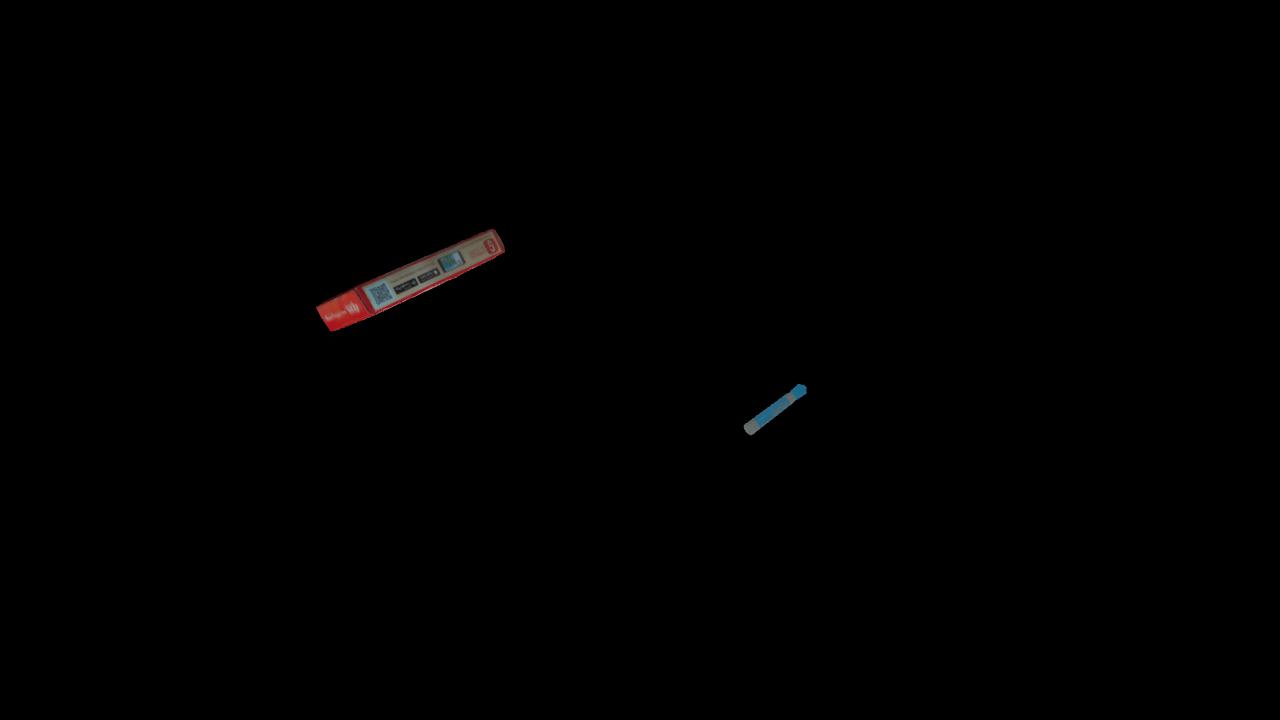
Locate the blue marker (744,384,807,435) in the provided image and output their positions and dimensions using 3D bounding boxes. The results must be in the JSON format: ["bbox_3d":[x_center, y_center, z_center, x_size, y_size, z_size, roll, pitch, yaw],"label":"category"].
[{"bbox_3d":[0.203,0.071,0.912,0.121,0.020,0.020,-33,13,-22],"label":"blue marker"}]

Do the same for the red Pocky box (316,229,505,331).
[{"bbox_3d":[-0.204,-0.074,0.559,0.083,0.028,0.155,-8,22,42],"label":"red Pocky box"}]
